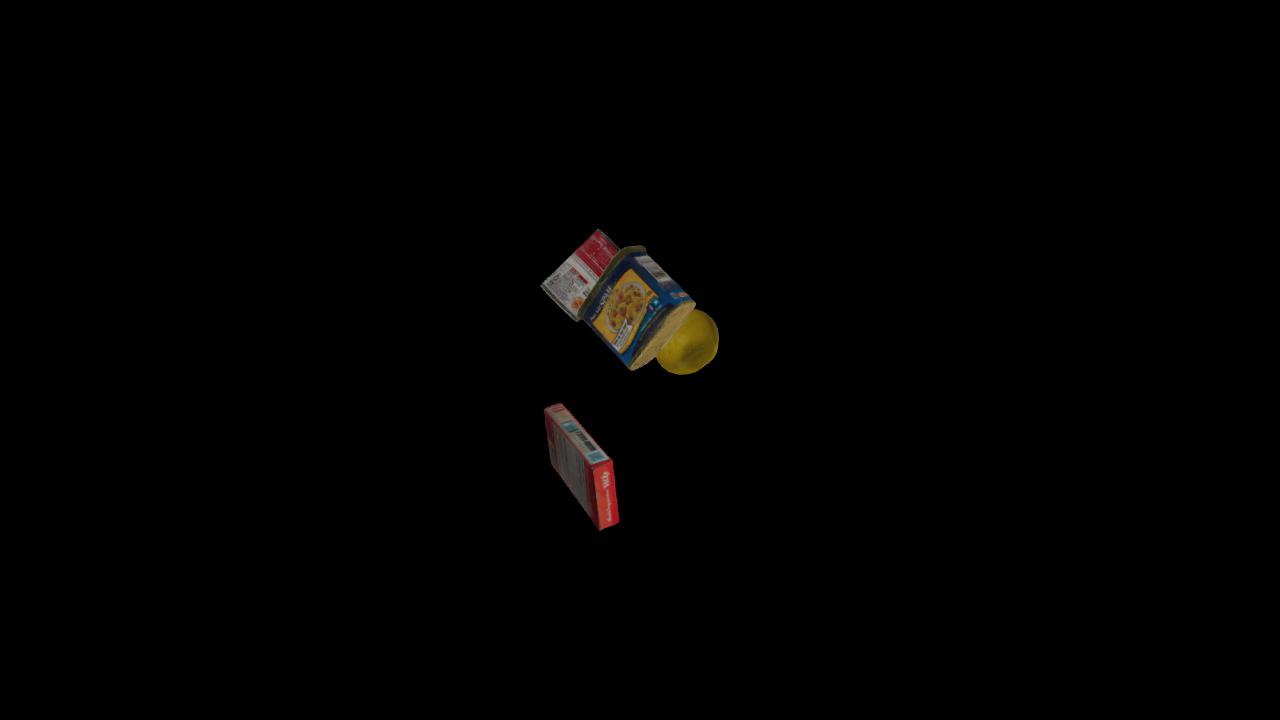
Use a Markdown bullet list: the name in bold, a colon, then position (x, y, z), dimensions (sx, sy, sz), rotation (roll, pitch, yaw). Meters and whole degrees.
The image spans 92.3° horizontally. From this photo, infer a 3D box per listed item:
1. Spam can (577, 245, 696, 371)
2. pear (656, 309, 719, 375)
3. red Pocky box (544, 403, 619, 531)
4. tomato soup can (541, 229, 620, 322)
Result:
- **Spam can**: position (-0.004, -0.052, 0.638), dimensions (0.058, 0.085, 0.101), rotation (-21, -26, -54)
- **pear**: position (0.043, -0.037, 0.723), dimensions (0.080, 0.080, 0.111), rotation (0, 41, -31)
- **red Pocky box**: position (-0.069, 0.118, 0.702), dimensions (0.028, 0.083, 0.155), rotation (-14, 26, -24)
- **tomato soup can**: position (-0.066, -0.104, 0.768), dimensions (0.101, 0.068, 0.068), rotation (-44, 0, 0)
